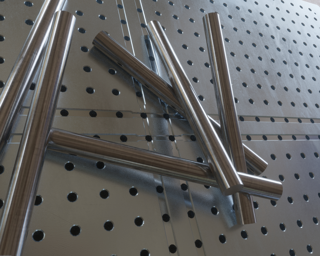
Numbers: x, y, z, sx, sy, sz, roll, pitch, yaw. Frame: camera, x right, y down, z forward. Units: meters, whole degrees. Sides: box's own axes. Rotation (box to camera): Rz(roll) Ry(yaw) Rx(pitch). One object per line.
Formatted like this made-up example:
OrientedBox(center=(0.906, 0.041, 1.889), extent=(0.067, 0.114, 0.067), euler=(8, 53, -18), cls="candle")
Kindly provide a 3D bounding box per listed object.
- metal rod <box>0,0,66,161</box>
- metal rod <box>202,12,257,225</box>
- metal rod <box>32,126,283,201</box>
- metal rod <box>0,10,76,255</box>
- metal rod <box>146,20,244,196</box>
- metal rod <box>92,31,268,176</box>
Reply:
OrientedBox(center=(-0.157, -0.085, 0.375), extent=(0.025, 0.025, 0.300), euler=(18, 55, -18), cls="metal rod")
OrientedBox(center=(0.093, -0.023, 0.430), extent=(0.025, 0.025, 0.299), euler=(1, 74, -28), cls="metal rod")
OrientedBox(center=(0.003, 0.042, 0.359), extent=(0.302, 0.025, 0.025), euler=(14, 56, -11), cls="metal rod")
OrientedBox(center=(-0.122, 0.009, 0.305), extent=(0.025, 0.025, 0.299), euler=(14, 66, -21), cls="metal rod")
OrientedBox(center=(0.034, -0.048, 0.417), extent=(0.025, 0.025, 0.299), euler=(0, 50, -28), cls="metal rod")
OrientedBox(center=(0.030, -0.034, 0.444), extent=(0.300, 0.025, 0.025), euler=(39, 51, -2), cls="metal rod")
